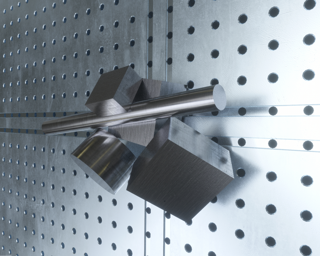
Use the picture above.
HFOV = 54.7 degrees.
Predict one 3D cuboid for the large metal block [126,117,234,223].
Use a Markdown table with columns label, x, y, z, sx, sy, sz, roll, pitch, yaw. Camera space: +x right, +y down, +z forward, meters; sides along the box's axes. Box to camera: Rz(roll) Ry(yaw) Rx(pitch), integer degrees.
| label | x | y | z | sx | sy | sz | roll | pitch | yaw |
| --- | --- | --- | --- | --- | --- | --- | --- | --- | --- |
| large metal block | 0.022 | 0.046 | 0.343 | 0.080 | 0.050 | 0.080 | 31 | 118 | -12 |

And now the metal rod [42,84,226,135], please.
| label | x | y | z | sx | sy | sz | roll | pitch | yaw |
| --- | --- | --- | --- | --- | --- | --- | --- | --- | --- |
| metal rod | -0.058 | -0.015 | 0.387 | 0.300 | 0.025 | 0.025 | -7 | 86 | 40 |

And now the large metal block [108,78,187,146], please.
| label | x | y | z | sx | sy | sz | roll | pitch | yaw |
| --- | --- | --- | --- | --- | --- | --- | --- | --- | --- |
| large metal block | -0.018 | -0.023 | 0.403 | 0.080 | 0.050 | 0.079 | 14 | 99 | 39 |

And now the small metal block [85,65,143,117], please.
| label | x | y | z | sx | sy | sz | roll | pitch | yaw |
| --- | --- | --- | --- | --- | --- | --- | --- | --- | --- |
| small metal block | -0.055 | -0.043 | 0.369 | 0.050 | 0.025 | 0.050 | -7 | 50 | 40 |

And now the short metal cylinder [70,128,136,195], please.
| label | x | y | z | sx | sy | sz | roll | pitch | yaw |
| --- | --- | --- | --- | --- | --- | --- | --- | --- | --- |
| short metal cylinder | -0.075 | 0.045 | 0.422 | 0.080 | 0.080 | 0.050 | 25 | 63 | 37 |
